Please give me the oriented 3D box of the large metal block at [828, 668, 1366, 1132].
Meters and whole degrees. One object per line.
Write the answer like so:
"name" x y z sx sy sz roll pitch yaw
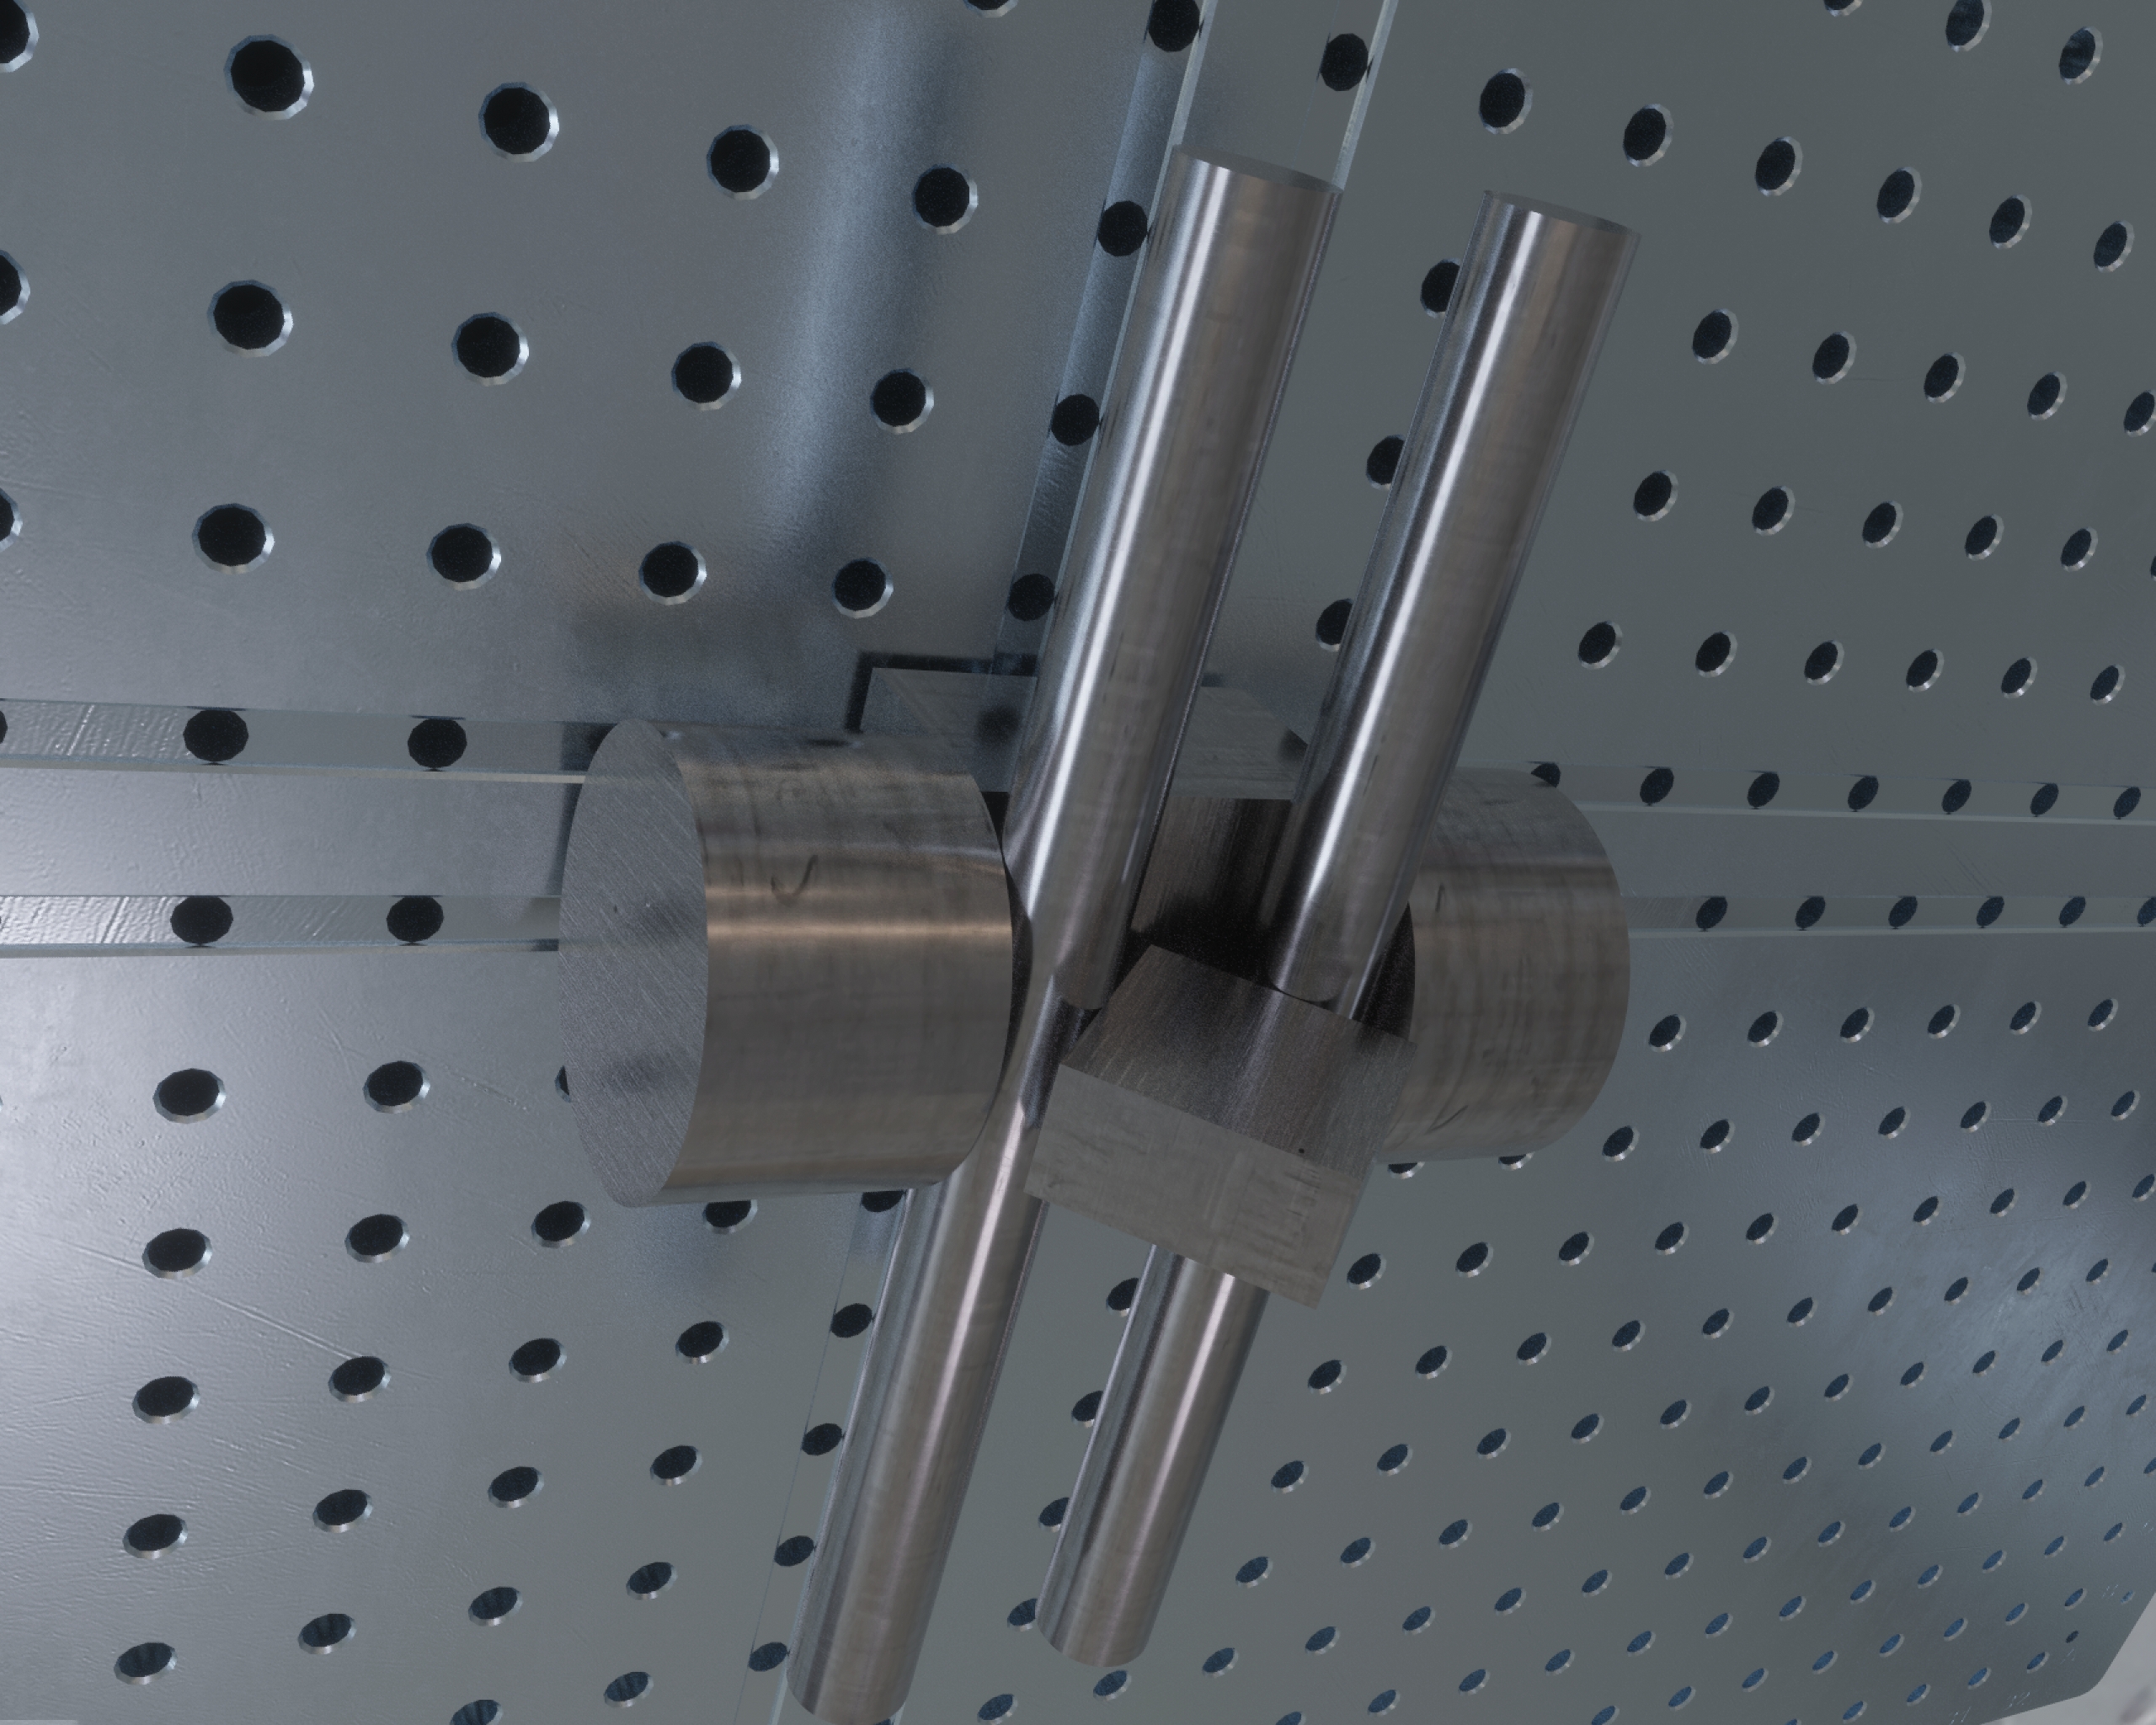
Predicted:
"large metal block" -0.001 0.012 0.397 0.081 0.050 0.079 1 118 -29

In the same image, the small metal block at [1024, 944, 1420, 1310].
"small metal block" 0.025 0.042 0.349 0.050 0.050 0.025 20 115 11

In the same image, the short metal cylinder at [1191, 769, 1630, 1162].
"short metal cylinder" 0.063 0.020 0.418 0.050 0.080 0.079 1 118 -28

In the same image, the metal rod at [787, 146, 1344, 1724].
"metal rod" -0.010 0.032 0.357 0.025 0.025 0.298 1 118 -29

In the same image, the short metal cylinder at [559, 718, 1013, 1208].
"short metal cylinder" -0.052 0.017 0.353 0.050 0.080 0.079 1 118 -29

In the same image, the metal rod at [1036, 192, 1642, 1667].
"metal rod" 0.039 0.031 0.383 0.025 0.025 0.298 1 118 -29
